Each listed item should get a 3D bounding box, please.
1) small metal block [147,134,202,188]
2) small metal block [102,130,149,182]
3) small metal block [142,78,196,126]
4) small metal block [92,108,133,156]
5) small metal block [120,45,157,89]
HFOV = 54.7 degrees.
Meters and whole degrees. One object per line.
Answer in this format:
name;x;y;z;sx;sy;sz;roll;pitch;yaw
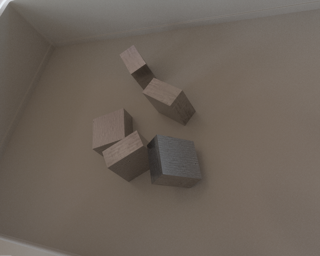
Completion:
small metal block;0.016;0.039;0.354;0.025;0.050;0.050;-49;39;43
small metal block;-0.034;0.036;0.384;0.050;0.050;0.025;-32;52;7
small metal block;0.012;-0.034;0.403;0.050;0.050;0.025;30;78;37
small metal block;-0.066;0.006;0.435;0.050;0.025;0.050;-18;55;17
small metal block;-0.029;-0.086;0.456;0.025;0.050;0.050;-34;52;6
